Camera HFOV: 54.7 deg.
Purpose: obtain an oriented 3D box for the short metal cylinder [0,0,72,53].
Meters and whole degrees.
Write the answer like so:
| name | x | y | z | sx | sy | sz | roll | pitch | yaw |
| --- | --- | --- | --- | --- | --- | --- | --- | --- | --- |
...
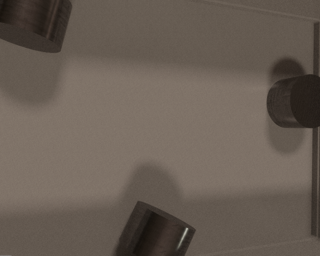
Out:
| name | x | y | z | sx | sy | sz | roll | pitch | yaw |
| --- | --- | --- | --- | --- | --- | --- | --- | --- | --- |
| short metal cylinder | -0.140 | -0.119 | 0.329 | 0.081 | 0.080 | 0.050 | 14 | 85 | -20 |

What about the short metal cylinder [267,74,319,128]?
| name | x | y | z | sx | sy | sz | roll | pitch | yaw |
| --- | --- | --- | --- | --- | --- | --- | --- | --- | --- |
| short metal cylinder | 0.215 | -0.039 | 0.479 | 0.081 | 0.050 | 0.079 | 0 | 90 | -21 |

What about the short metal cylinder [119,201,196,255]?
| name | x | y | z | sx | sy | sz | roll | pitch | yaw |
| --- | --- | --- | --- | --- | --- | --- | --- | --- | --- |
| short metal cylinder | -0.003 | 0.131 | 0.382 | 0.080 | 0.080 | 0.050 | 29 | 80 | -18 |
